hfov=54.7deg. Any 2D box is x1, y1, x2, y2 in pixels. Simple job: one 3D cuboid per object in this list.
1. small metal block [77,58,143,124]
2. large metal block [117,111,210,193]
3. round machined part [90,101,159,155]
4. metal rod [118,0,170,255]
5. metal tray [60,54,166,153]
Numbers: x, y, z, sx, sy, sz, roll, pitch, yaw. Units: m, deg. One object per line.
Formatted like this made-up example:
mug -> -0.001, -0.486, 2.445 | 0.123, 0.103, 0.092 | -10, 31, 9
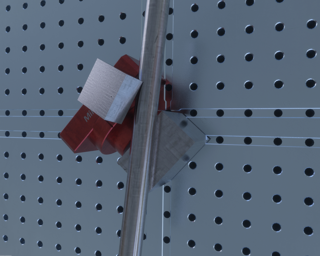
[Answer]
small metal block -> -0.053, -0.039, 0.326 | 0.050, 0.025, 0.050 | 33, 99, 36
large metal block -> 0.007, 0.027, 0.377 | 0.050, 0.080, 0.080 | 45, 104, 14
round machined part -> -0.035, -0.001, 0.389 | 0.042, 0.098, 0.098 | 44, 103, 14
metal rod -> -0.018, 0.011, 0.333 | 0.025, 0.025, 0.298 | 7, 92, 19
metal tray -> -0.057, -0.027, 0.397 | 0.030, 0.090, 0.130 | 45, 104, 14
